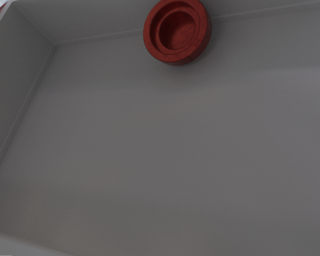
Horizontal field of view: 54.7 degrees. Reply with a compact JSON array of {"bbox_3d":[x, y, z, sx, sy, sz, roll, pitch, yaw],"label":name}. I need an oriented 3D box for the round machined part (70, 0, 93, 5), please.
[{"bbox_3d":[-0.168,-0.322,0.684,0.098,0.042,0.098,-13,56,21],"label":"round machined part"}]

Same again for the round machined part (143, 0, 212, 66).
[{"bbox_3d":[0.028,-0.138,0.450,0.098,0.042,0.097,-2,85,26],"label":"round machined part"}]

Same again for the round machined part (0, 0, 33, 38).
[{"bbox_3d":[-0.363,-0.271,0.755,0.098,0.042,0.098,-13,56,21],"label":"round machined part"}]
